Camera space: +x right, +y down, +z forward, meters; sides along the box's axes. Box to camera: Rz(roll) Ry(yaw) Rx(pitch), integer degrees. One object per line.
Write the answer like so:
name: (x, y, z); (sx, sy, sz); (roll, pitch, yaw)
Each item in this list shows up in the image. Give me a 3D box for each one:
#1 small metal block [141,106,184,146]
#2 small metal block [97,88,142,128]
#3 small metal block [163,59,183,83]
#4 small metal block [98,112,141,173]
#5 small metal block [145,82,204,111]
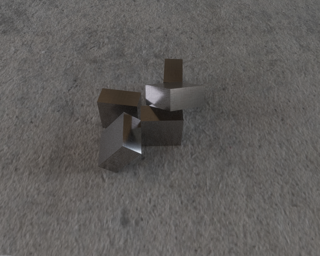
small metal block: (0.002, -0.002, 0.389); (0.050, 0.050, 0.025); (-1, 50, -2)
small metal block: (-0.051, -0.023, 0.405); (0.050, 0.050, 0.025); (7, 51, 5)
small metal block: (0.018, -0.063, 0.440); (0.025, 0.050, 0.050); (2, 50, 2)
small metal block: (-0.048, 0.018, 0.369); (0.025, 0.050, 0.050); (27, 42, -31)
small metal block: (0.018, -0.040, 0.374); (0.050, 0.025, 0.050); (-11, 18, -34)
